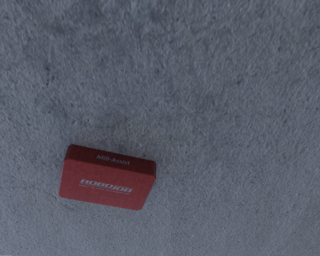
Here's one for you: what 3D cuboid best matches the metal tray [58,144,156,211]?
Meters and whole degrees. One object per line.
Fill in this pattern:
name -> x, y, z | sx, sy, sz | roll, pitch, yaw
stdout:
metal tray -> -0.080, 0.078, 0.469 | 0.131, 0.030, 0.089 | 13, 129, -12
